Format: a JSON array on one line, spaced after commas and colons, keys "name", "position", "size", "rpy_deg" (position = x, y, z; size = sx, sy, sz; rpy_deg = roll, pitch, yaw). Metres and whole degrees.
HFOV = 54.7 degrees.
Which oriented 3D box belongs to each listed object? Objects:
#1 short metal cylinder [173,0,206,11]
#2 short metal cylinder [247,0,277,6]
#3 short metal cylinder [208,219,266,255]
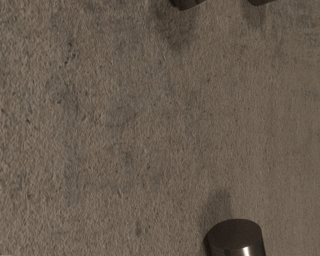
[{"name": "short metal cylinder", "position": [0.048, -0.200, 0.411], "size": [0.080, 0.080, 0.050], "rpy_deg": [-50, 120, -29]}, {"name": "short metal cylinder", "position": [0.189, -0.264, 0.549], "size": [0.081, 0.050, 0.079], "rpy_deg": [0, 90, -40]}, {"name": "short metal cylinder", "position": [0.117, 0.182, 0.471], "size": [0.081, 0.080, 0.050], "rpy_deg": [-23, 105, -38]}]
